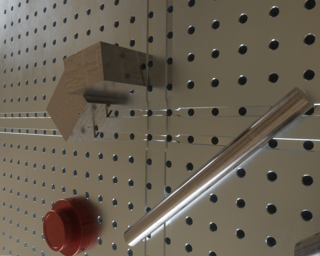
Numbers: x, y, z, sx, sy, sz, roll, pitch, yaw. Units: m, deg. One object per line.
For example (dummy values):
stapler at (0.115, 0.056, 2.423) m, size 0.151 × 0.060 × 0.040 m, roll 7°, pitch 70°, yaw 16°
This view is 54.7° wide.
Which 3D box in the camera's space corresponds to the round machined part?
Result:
round machined part at (-0.165, 0.173, 0.535) m, size 0.098 × 0.042 × 0.097 m, roll 0°, pitch 90°, yaw 40°

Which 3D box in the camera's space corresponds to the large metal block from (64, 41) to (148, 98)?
large metal block at (-0.076, -0.077, 0.436) m, size 0.080 × 0.081 × 0.050 m, roll -10°, pitch 84°, yaw 39°

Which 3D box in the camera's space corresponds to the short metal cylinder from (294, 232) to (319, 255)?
short metal cylinder at (0.155, 0.119, 0.246) m, size 0.050 × 0.081 × 0.080 m, roll -42°, pitch 65°, yaw 32°

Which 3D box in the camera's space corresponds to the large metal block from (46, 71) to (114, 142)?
large metal block at (-0.132, -0.034, 0.502) m, size 0.080 × 0.050 × 0.080 m, roll 50°, pitch 119°, yaw 28°

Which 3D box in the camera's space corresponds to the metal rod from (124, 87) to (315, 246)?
metal rod at (0.049, 0.063, 0.369) m, size 0.299 × 0.025 × 0.025 m, roll -46°, pitch 63°, yaw 30°
